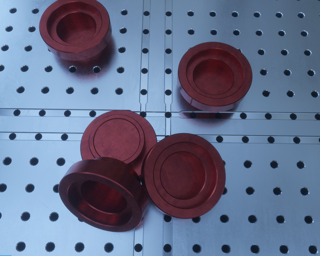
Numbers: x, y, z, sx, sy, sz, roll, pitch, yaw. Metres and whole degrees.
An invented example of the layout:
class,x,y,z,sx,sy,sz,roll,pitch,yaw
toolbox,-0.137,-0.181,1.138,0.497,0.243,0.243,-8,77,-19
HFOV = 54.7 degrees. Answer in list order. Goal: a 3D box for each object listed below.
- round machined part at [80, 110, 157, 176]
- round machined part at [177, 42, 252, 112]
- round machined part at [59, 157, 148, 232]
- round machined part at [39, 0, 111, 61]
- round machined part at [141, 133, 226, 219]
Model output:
class,x,y,z,sx,sy,sz,roll,pitch,yaw
round machined part,-0.052,0.021,0.394,0.099,0.042,0.098,0,70,-1
round machined part,0.073,-0.066,0.428,0.099,0.042,0.098,0,70,-1
round machined part,-0.060,0.071,0.354,0.098,0.097,0.042,17,40,6
round machined part,-0.120,-0.140,0.452,0.099,0.042,0.098,0,70,-1
round machined part,0.025,0.057,0.374,0.099,0.042,0.098,3,78,-13
